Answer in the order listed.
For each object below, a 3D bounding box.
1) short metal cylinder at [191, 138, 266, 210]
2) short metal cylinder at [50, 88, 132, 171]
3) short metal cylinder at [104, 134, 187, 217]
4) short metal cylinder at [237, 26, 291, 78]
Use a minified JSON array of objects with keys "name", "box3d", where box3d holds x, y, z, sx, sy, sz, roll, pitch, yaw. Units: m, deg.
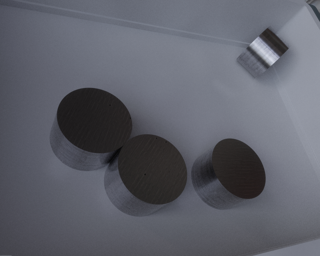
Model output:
[{"name":"short metal cylinder","box3d":[0.088,0.060,0.402,0.081,0.050,0.080,14,56,-21]},{"name":"short metal cylinder","box3d":[-0.078,0.002,0.347,0.081,0.050,0.080,14,56,-21]},{"name":"short metal cylinder","box3d":[-0.017,0.054,0.349,0.081,0.050,0.080,14,56,-21]},{"name":"short metal cylinder","box3d":[0.185,-0.135,0.555,0.050,0.080,0.080,46,51,3]}]
